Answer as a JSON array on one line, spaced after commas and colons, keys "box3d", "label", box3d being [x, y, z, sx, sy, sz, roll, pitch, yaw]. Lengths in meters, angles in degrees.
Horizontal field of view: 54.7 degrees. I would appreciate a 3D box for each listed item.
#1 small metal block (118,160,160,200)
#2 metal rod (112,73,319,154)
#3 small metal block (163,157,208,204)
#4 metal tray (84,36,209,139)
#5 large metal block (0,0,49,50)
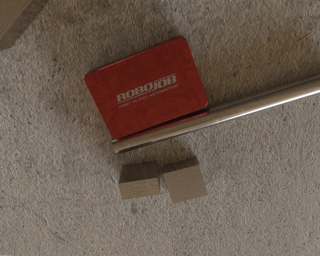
[{"box3d": [-0.027, 0.070, 0.422, 0.050, 0.050, 0.025, -9, 110, 3], "label": "small metal block"}, {"box3d": [0.083, -0.020, 0.403, 0.301, 0.025, 0.025, -17, 110, 5], "label": "metal rod"}, {"box3d": [0.035, 0.074, 0.438, 0.050, 0.025, 0.050, -15, 110, 5], "label": "small metal block"}, {"box3d": [-0.016, -0.050, 0.389, 0.130, 0.030, 0.090, -20, 109, 7], "label": "metal tray"}, {"box3d": [-0.185, -0.143, 0.341, 0.080, 0.050, 0.080, 42, 104, -14], "label": "large metal block"}]
